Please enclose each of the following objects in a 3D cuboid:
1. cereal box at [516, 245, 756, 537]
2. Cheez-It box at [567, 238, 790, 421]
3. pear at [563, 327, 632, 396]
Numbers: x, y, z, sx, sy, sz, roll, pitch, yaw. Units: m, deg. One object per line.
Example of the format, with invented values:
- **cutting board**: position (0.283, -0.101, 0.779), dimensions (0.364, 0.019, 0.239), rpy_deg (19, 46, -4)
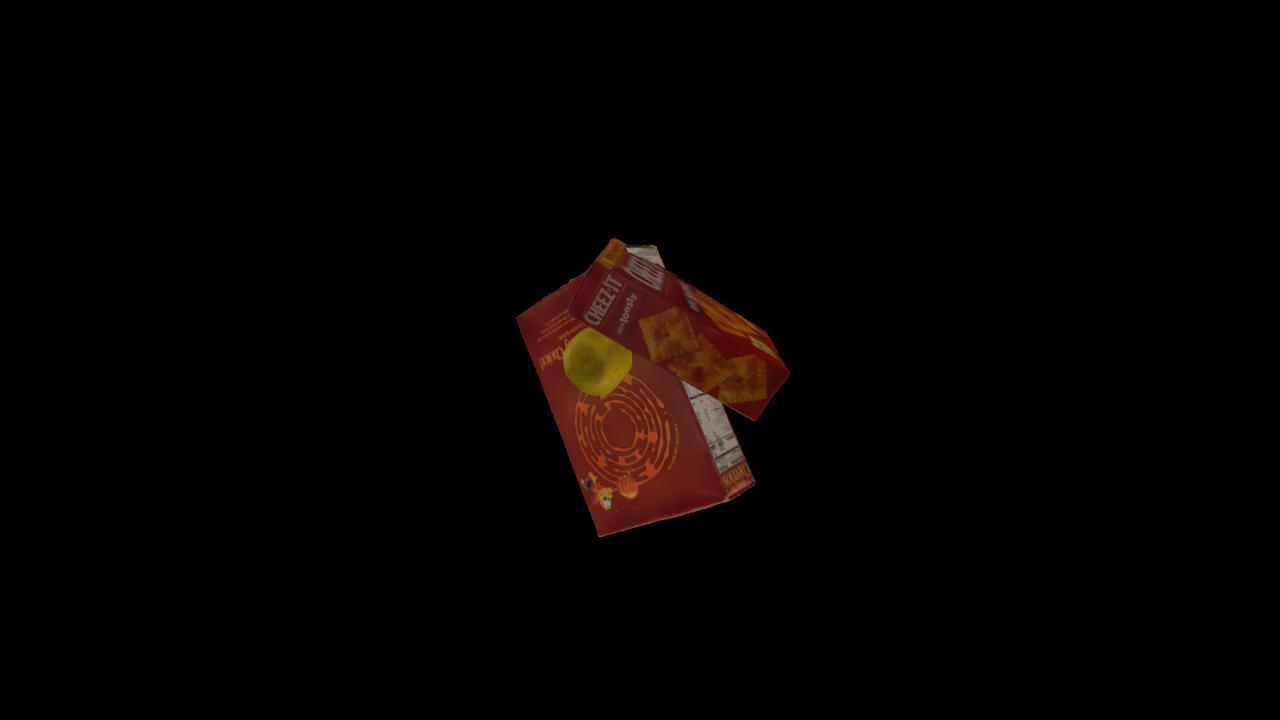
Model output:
- **cereal box**: position (-0.014, 0.043, 0.745), dimensions (0.203, 0.306, 0.081), rpy_deg (-27, -8, 36)
- **Cheez-It box**: position (0.042, -0.040, 0.669), dimensions (0.223, 0.071, 0.166), rpy_deg (30, 16, -6)
- **pear**: position (-0.038, -0.001, 0.696), dimensions (0.080, 0.080, 0.111), rpy_deg (0, -1, 20)
